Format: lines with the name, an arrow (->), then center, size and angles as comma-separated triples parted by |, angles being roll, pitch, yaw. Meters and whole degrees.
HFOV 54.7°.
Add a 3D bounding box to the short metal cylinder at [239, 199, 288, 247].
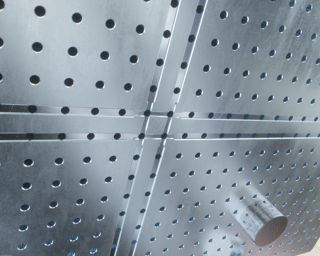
short metal cylinder -> 0.209, 0.192, 0.628 | 0.081, 0.050, 0.079 | -14, 124, -21
